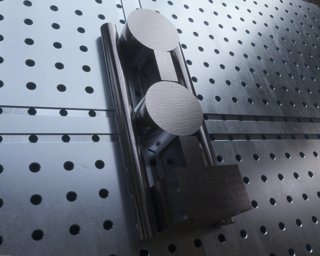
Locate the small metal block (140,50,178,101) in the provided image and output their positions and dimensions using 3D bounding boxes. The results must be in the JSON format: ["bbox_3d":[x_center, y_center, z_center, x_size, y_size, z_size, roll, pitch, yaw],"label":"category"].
[{"bbox_3d":[-0.003,-0.072,0.433,0.025,0.050,0.050,1,62,-28],"label":"small metal block"}]

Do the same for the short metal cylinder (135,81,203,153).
[{"bbox_3d":[0.009,-0.014,0.405,0.081,0.050,0.080,14,56,-21],"label":"short metal cylinder"}]

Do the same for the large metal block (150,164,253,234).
[{"bbox_3d":[0.039,0.080,0.345,0.081,0.080,0.050,1,62,-28],"label":"large metal block"}]

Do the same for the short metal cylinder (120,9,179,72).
[{"bbox_3d":[-0.019,-0.129,0.460,0.081,0.050,0.080,14,56,-21],"label":"short metal cylinder"}]

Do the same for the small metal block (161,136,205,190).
[{"bbox_3d":[0.028,0.043,0.380,0.025,0.050,0.050,0,62,-28],"label":"small metal block"}]

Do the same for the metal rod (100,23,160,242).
[{"bbox_3d":[-0.044,-0.014,0.392,0.025,0.025,0.299,1,61,-28],"label":"metal rod"}]

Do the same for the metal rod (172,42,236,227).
[{"bbox_3d":[0.049,-0.014,0.442,0.025,0.025,0.299,1,61,-28],"label":"metal rod"}]
